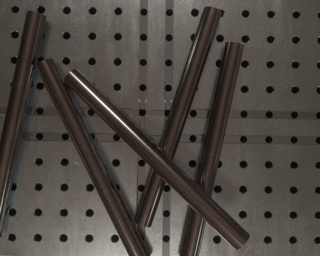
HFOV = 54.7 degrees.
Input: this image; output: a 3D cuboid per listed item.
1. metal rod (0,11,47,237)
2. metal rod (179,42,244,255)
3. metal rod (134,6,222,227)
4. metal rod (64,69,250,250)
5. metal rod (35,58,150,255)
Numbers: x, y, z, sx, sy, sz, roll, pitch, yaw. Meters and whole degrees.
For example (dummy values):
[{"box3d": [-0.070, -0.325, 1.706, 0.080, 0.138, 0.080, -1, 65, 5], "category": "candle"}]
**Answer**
[{"box3d": [-0.193, -0.004, 0.410, 0.025, 0.025, 0.298, 12, 90, -1], "category": "metal rod"}, {"box3d": [0.068, 0.035, 0.414, 0.025, 0.025, 0.298, 12, 90, -1], "category": "metal rod"}, {"box3d": [0.024, -0.015, 0.413, 0.025, 0.025, 0.298, 18, 90, -1], "category": "metal rod"}, {"box3d": [-0.010, 0.033, 0.389, 0.300, 0.025, 0.025, 43, 90, 9], "category": "metal rod"}, {"box3d": [-0.087, 0.048, 0.412, 0.025, 0.025, 0.299, -26, 90, 0], "category": "metal rod"}]
